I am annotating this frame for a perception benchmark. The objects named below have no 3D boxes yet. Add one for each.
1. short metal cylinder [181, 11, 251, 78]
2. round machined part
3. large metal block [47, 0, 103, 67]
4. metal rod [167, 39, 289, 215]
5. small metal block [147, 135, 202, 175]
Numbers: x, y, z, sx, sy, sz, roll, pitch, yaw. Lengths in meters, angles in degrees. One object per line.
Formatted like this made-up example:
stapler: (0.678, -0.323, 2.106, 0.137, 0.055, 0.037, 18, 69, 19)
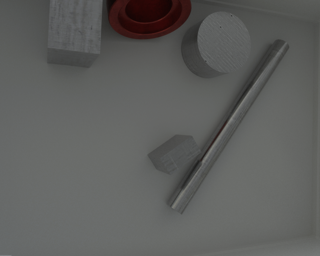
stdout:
short metal cylinder: (0.076, -0.112, 0.427, 0.081, 0.050, 0.079, 0, 90, -20)
round machined part: (-0.015, -0.152, 0.370, 0.099, 0.098, 0.042, -4, 73, -20)
large metal block: (-0.097, -0.117, 0.346, 0.050, 0.080, 0.079, 3, 89, -20)
metal rod: (0.104, -0.009, 0.450, 0.025, 0.025, 0.300, 39, 77, -16)
small metal block: (0.018, 0.033, 0.405, 0.050, 0.050, 0.025, -34, 102, -17)
